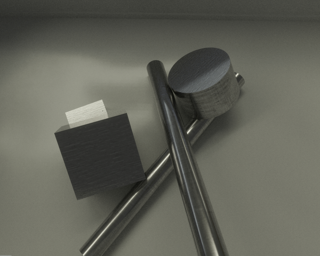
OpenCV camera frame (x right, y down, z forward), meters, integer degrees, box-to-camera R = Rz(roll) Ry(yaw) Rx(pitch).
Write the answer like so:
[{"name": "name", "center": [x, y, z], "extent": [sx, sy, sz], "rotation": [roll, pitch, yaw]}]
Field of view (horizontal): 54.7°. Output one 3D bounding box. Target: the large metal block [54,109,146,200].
[{"name": "large metal block", "center": [-0.068, 0.028, 0.368], "extent": [0.081, 0.050, 0.080], "rotation": [-16, 101, -6]}]

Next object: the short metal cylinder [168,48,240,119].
[{"name": "short metal cylinder", "center": [0.057, -0.058, 0.400], "extent": [0.080, 0.050, 0.080], "rotation": [-16, 46, 17]}]

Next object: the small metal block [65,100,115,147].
[{"name": "small metal block", "center": [-0.090, -0.003, 0.410], "extent": [0.050, 0.025, 0.050], "rotation": [-21, 72, -8]}]

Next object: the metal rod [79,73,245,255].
[{"name": "metal rod", "center": [0.013, 0.039, 0.395], "extent": [0.025, 0.025, 0.301], "rotation": [38, 74, 12]}]

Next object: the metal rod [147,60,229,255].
[{"name": "metal rod", "center": [0.021, 0.019, 0.340], "extent": [0.025, 0.025, 0.300], "rotation": [-11, 47, -4]}]
